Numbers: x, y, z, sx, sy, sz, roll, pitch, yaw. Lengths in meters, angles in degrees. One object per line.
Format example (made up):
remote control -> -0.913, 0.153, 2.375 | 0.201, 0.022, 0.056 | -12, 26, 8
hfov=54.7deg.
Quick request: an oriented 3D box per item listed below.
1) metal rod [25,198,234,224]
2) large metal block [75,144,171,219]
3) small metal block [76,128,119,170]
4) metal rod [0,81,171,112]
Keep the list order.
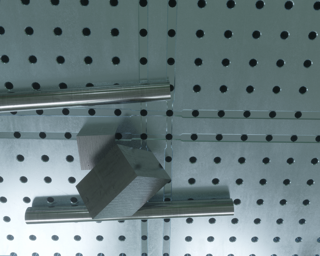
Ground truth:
metal rod -> -0.044, 0.123, 0.458 | 0.302, 0.025, 0.025 | -3, 110, 0
large metal block -> -0.046, 0.071, 0.403 | 0.080, 0.080, 0.050 | -45, 61, 15
small metal block -> -0.083, 0.029, 0.423 | 0.050, 0.025, 0.050 | -2, 110, 1
metal rod -> -0.138, -0.037, 0.398 | 0.302, 0.025, 0.025 | -4, 110, 1
